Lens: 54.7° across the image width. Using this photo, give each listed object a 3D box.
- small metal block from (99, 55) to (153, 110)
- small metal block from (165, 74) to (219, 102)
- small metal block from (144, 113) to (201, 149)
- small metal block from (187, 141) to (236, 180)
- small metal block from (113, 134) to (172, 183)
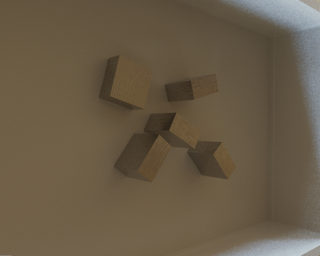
[{"bbox_3d":[-0.040,-0.053,0.374,0.050,0.025,0.050,19,78,-39],"label":"small metal block"},{"bbox_3d":[0.044,-0.055,0.429,0.050,0.050,0.025,-21,104,-38],"label":"small metal block"},{"bbox_3d":[0.016,0.004,0.406,0.050,0.050,0.025,35,68,-35],"label":"small metal block"},{"bbox_3d":[0.076,0.047,0.457,0.025,0.050,0.050,-48,119,-29],"label":"small metal block"},{"bbox_3d":[-0.021,0.035,0.374,0.025,0.050,0.050,45,63,-31],"label":"small metal block"}]
